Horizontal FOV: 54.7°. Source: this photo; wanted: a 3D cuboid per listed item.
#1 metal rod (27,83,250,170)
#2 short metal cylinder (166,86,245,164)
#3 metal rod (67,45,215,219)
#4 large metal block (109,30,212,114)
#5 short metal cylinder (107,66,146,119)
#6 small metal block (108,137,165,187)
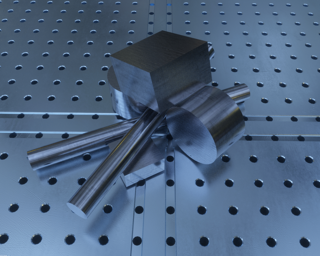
[{"bbox_3d":[-0.015,-0.007,0.408,0.302,0.025,0.025,-18,53,-15],"label":"metal rod"},{"bbox_3d":[0.053,-0.004,0.371,0.050,0.080,0.080,-36,59,-25],"label":"short metal cylinder"},{"bbox_3d":[-0.005,-0.018,0.386,0.025,0.025,0.301,24,54,19],"label":"metal rod"},{"bbox_3d":[0.001,-0.070,0.363,0.080,0.050,0.080,-33,40,-24],"label":"large metal block"},{"bbox_3d":[-0.030,-0.057,0.434,0.081,0.050,0.080,0,50,0],"label":"short metal cylinder"},{"bbox_3d":[-0.029,0.035,0.373,0.050,0.025,0.050,-22,54,-18],"label":"small metal block"}]
